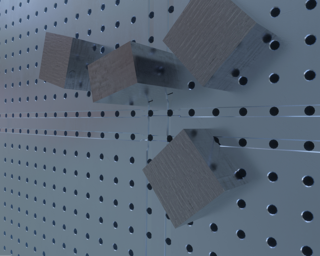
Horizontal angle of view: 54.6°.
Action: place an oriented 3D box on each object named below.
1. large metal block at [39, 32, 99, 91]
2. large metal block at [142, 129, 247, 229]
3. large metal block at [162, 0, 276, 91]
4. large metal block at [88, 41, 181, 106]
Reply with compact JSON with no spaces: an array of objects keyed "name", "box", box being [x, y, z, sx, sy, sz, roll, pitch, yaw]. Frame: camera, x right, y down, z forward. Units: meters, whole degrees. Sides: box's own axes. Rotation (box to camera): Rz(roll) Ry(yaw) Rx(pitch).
[{"name":"large metal block","box":[-0.155,-0.112,0.523,0.080,0.050,0.080,22,104,38]},{"name":"large metal block","box":[0.038,0.057,0.363,0.080,0.050,0.080,-47,62,30]},{"name":"large metal block","box":[0.062,-0.099,0.342,0.080,0.050,0.080,-51,60,28]},{"name":"large metal block","box":[-0.033,-0.065,0.402,0.080,0.081,0.050,-17,79,39]}]
